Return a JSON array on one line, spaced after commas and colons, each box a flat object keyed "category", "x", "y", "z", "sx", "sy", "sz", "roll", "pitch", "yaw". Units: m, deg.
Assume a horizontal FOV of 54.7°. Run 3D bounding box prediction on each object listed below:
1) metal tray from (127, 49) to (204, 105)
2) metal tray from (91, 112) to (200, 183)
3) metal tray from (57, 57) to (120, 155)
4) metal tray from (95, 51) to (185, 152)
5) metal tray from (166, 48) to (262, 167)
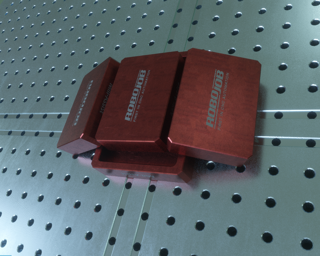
[{"category": "metal tray", "x": 0.002, "y": -0.061, "z": 0.440, "sx": 0.130, "sy": 0.030, "sz": 0.090, "roll": 1, "pitch": 62, "yaw": 28}, {"category": "metal tray", "x": -0.018, "y": 0.019, "z": 0.402, "sx": 0.130, "sy": 0.030, "sz": 0.090, "roll": 1, "pitch": 62, "yaw": 28}, {"category": "metal tray", "x": -0.099, "y": -0.031, "z": 0.451, "sx": 0.090, "sy": 0.030, "sz": 0.130, "roll": -19, "pitch": 50, "yaw": 49}, {"category": "metal tray", "x": -0.021, "y": -0.035, "z": 0.397, "sx": 0.090, "sy": 0.030, "sz": 0.130, "roll": 0, "pitch": 61, "yaw": 27}, {"category": "metal tray", "x": 0.065, "y": -0.027, "z": 0.362, "sx": 0.090, "sy": 0.030, "sz": 0.130, "roll": 12, "pitch": 65, "yaw": 3}]
